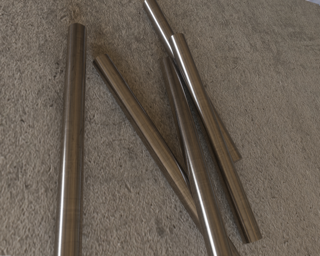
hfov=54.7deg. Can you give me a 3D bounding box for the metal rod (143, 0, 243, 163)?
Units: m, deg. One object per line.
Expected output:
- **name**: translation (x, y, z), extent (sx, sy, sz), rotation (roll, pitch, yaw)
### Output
- **metal rod**: translation (0.043, -0.081, 0.476), extent (0.025, 0.025, 0.299), rotation (-13, 68, -33)

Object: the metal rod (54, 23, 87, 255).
- **metal rod**: translation (-0.098, -0.004, 0.352), extent (0.025, 0.025, 0.299), rotation (8, 58, -24)

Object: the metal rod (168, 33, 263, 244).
- **metal rod**: translation (0.069, 0.002, 0.422), extent (0.025, 0.025, 0.299), rotation (-8, 71, -32)

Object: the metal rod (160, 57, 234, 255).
- **metal rod**: translation (0.038, 0.022, 0.386), extent (0.025, 0.025, 0.299), rotation (6, 51, -25)

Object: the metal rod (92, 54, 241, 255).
- **metal rod**: translation (0.001, 0.031, 0.385), extent (0.025, 0.025, 0.299), rotation (-24, 75, -37)
